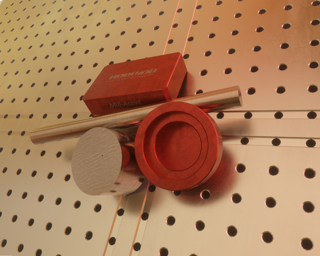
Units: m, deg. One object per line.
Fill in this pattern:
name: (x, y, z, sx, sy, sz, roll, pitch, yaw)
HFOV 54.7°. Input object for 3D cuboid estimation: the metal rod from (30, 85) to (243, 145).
metal rod: (-0.047, -0.011, 0.405, 0.301, 0.025, 0.025, -10, 58, 22)

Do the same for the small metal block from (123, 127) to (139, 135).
small metal block: (-0.037, 0.012, 0.430, 0.050, 0.025, 0.050, 20, 72, 35)

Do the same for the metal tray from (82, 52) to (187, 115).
metal tray: (-0.035, -0.063, 0.442, 0.130, 0.030, 0.090, -4, 41, 25)

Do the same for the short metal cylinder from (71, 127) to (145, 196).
short metal cylinder: (-0.062, 0.042, 0.382, 0.080, 0.050, 0.080, -7, 76, 32)

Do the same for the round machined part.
round machined part: (0.024, 0.021, 0.356, 0.098, 0.042, 0.097, -3, 82, 24)
